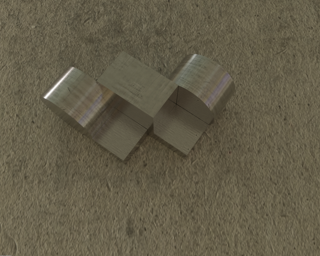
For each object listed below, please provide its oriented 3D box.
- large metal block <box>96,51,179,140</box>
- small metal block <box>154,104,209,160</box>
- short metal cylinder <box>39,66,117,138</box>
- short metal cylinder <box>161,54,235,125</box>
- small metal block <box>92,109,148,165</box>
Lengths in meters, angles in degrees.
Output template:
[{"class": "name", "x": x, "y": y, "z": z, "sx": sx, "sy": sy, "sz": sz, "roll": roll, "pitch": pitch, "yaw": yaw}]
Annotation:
[{"class": "large metal block", "x": -0.026, "y": -0.039, "z": 0.395, "sx": 0.080, "sy": 0.080, "sz": 0.050, "roll": 33, "pitch": 73, "yaw": 11}, {"class": "small metal block", "x": 0.027, "y": 0.005, "z": 0.408, "sx": 0.050, "sy": 0.025, "sz": 0.050, "roll": 34, "pitch": 73, "yaw": 11}, {"class": "short metal cylinder", "x": -0.102, "y": -0.031, "z": 0.391, "sx": 0.080, "sy": 0.080, "sz": 0.050, "roll": 33, "pitch": 74, "yaw": 11}, {"class": "short metal cylinder", "x": 0.048, "y": -0.048, "z": 0.398, "sx": 0.080, "sy": 0.080, "sz": 0.050, "roll": 34, "pitch": 74, "yaw": 11}, {"class": "small metal block", "x": -0.051, "y": 0.012, "z": 0.405, "sx": 0.050, "sy": 0.025, "sz": 0.050, "roll": 34, "pitch": 73, "yaw": 11}]
